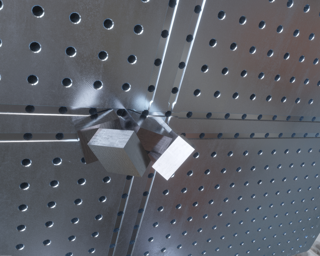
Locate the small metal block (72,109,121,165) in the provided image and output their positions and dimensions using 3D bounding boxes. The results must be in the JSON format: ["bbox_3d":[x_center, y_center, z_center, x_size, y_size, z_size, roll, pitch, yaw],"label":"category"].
[{"bbox_3d":[-0.074,0.010,0.379,0.050,0.025,0.050,-18,126,-18],"label":"small metal block"}]

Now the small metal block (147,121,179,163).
[{"bbox_3d":[0.008,0.027,0.434,0.050,0.025,0.050,-46,130,3],"label":"small metal block"}]

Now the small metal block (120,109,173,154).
[{"bbox_3d":[-0.020,0.005,0.388,0.050,0.050,0.025,20,108,-36],"label":"small metal block"}]

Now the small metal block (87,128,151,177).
[{"bbox_3d":[-0.046,0.028,0.353,0.025,0.050,0.050,-61,141,-36],"label":"small metal block"}]

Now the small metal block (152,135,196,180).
[{"bbox_3d":[0.020,0.036,0.395,0.050,0.025,0.050,-49,173,6],"label":"small metal block"}]
